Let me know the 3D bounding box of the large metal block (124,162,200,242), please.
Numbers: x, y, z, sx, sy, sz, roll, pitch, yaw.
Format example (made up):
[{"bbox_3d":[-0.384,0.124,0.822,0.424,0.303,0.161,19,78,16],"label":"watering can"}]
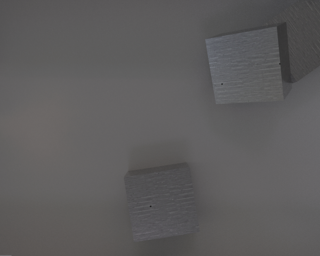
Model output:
[{"bbox_3d":[0.002,0.092,0.399,0.080,0.050,0.080,-9,90,0],"label":"large metal block"}]

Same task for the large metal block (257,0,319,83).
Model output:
[{"bbox_3d":[0.175,-0.112,0.400,0.080,0.050,0.080,-36,90,0],"label":"large metal block"}]

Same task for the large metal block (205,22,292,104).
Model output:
[{"bbox_3d":[0.108,-0.076,0.371,0.080,0.050,0.080,-1,111,33],"label":"large metal block"}]
